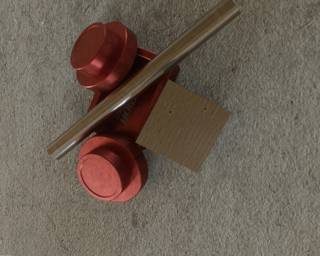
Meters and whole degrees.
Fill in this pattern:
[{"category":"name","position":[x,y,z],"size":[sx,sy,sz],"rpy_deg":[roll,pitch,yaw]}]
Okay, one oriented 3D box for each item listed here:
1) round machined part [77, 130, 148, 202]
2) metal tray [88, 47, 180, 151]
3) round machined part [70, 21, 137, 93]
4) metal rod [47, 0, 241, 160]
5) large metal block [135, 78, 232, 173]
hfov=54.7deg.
[{"category":"round machined part","position":[-0.068,0.056,0.407],"size":[0.098,0.042,0.097],"rpy_deg":[10,115,23]},{"category":"metal tray","position":[-0.040,-0.043,0.421],"size":[0.090,0.030,0.129],"rpy_deg":[26,98,18]},{"category":"round machined part","position":[-0.080,-0.098,0.408],"size":[0.098,0.042,0.098],"rpy_deg":[-19,59,34]},{"category":"metal rod","position":[-0.032,-0.053,0.390],"size":[0.300,0.025,0.025],"rpy_deg":[-37,78,16]},{"category":"large metal block","position":[0.026,-0.005,0.372],"size":[0.080,0.050,0.080],"rpy_deg":[27,99,-7]}]
